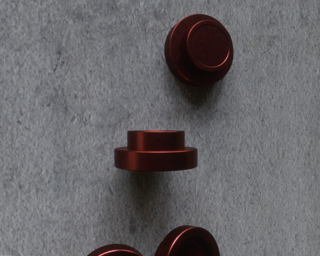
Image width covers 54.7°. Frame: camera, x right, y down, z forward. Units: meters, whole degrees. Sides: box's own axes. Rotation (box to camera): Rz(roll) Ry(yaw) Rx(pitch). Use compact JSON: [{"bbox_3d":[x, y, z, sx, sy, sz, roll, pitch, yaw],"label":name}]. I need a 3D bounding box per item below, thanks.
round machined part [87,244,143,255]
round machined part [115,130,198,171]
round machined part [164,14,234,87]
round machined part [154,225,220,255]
[{"bbox_3d":[-0.059,0.191,0.379,0.099,0.042,0.097,0,90,-20],"label":"round machined part"},{"bbox_3d":[-0.005,0.024,0.369,0.099,0.098,0.042,0,90,-20],"label":"round machined part"},{"bbox_3d":[0.059,-0.107,0.423,0.099,0.042,0.097,0,90,-21],"label":"round machined part"},{"bbox_3d":[0.030,0.177,0.402,0.099,0.042,0.097,8,77,-39],"label":"round machined part"}]
